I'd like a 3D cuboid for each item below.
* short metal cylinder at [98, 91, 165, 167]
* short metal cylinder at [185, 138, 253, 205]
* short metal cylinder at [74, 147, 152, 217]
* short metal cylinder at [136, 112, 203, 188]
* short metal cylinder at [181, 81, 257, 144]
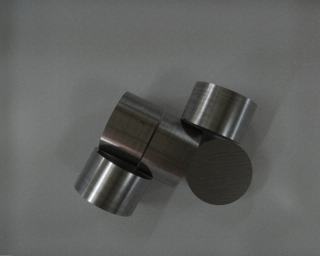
[{"bbox_3d":[-0.034,0.001,0.382,0.050,0.080,0.080,26,90,-1],"label":"short metal cylinder"},{"bbox_3d":[0.071,0.053,0.398,0.081,0.050,0.079,0,90,-1],"label":"short metal cylinder"},{"bbox_3d":[-0.057,0.065,0.382,0.080,0.080,0.050,29,90,-1],"label":"short metal cylinder"},{"bbox_3d":[0.012,0.027,0.383,0.050,0.080,0.080,27,90,-1],"label":"short metal cylinder"},{"bbox_3d":[0.072,-0.018,0.383,0.080,0.080,0.050,23,90,-1],"label":"short metal cylinder"}]
